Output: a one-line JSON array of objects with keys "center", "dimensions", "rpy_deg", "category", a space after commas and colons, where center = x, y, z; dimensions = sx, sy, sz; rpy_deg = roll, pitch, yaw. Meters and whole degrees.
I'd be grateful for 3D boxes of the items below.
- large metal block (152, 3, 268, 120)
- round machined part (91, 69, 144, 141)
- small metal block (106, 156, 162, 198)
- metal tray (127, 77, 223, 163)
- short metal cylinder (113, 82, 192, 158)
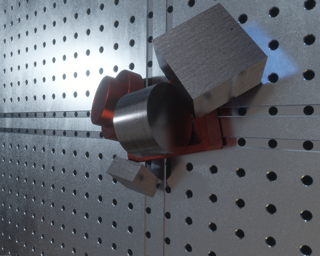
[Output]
[{"center": [0.049, -0.068, 0.322], "dimensions": [0.080, 0.050, 0.080], "rpy_deg": [-30, 67, -3], "category": "large metal block"}, {"center": [-0.063, -0.033, 0.420], "dimensions": [0.098, 0.042, 0.098], "rpy_deg": [-40, 42, 50], "category": "round machined part"}, {"center": [-0.034, 0.065, 0.414], "dimensions": [0.050, 0.050, 0.025], "rpy_deg": [10, 63, 40], "category": "small metal block"}, {"center": [0.009, -0.007, 0.395], "dimensions": [0.130, 0.030, 0.090], "rpy_deg": [-14, 81, 39], "category": "metal tray"}, {"center": [-0.006, -0.008, 0.358], "dimensions": [0.050, 0.081, 0.080], "rpy_deg": [-11, 83, 39], "category": "short metal cylinder"}]
